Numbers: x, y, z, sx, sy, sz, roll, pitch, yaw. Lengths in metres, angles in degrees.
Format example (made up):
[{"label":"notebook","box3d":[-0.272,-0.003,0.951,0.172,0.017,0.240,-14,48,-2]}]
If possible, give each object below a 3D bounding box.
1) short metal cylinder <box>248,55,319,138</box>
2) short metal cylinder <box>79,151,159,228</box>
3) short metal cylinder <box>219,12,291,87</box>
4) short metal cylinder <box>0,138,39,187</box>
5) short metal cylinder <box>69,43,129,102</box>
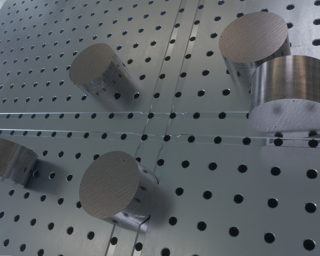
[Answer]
[{"label":"short metal cylinder","box3d":[0.135,-0.029,0.320,0.080,0.080,0.050,-2,61,27]},{"label":"short metal cylinder","box3d":[-0.048,0.074,0.372,0.080,0.050,0.080,-13,56,21]},{"label":"short metal cylinder","box3d":[0.120,-0.098,0.389,0.080,0.050,0.080,-13,56,21]},{"label":"short metal cylinder","box3d":[-0.232,0.052,0.463,0.080,0.080,0.050,3,63,29]},{"label":"short metal cylinder","box3d":[-0.097,-0.089,0.498,0.080,0.050,0.080,-13,56,21]}]
